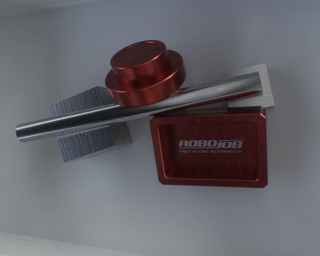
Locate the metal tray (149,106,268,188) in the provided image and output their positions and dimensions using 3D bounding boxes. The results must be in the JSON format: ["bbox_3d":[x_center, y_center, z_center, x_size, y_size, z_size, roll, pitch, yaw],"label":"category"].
[{"bbox_3d":[0.059,0.023,0.370,0.130,0.030,0.089,-2,109,19],"label":"metal tray"}]

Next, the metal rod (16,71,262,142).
[{"bbox_3d":[-0.034,-0.022,0.372,0.301,0.025,0.025,-11,86,12],"label":"metal rod"}]

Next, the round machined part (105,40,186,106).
[{"bbox_3d":[-0.021,-0.072,0.374,0.098,0.098,0.042,-5,129,19],"label":"round machined part"}]

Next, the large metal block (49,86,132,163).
[{"bbox_3d":[-0.095,-0.004,0.427,0.080,0.050,0.080,-19,84,18],"label":"large metal block"}]

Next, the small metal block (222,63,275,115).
[{"bbox_3d":[0.106,-0.045,0.371,0.050,0.025,0.050,-12,86,19],"label":"small metal block"}]
